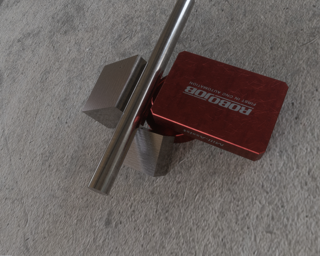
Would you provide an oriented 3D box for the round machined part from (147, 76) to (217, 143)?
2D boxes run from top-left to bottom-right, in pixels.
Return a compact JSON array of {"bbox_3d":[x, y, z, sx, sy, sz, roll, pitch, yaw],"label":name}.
[{"bbox_3d":[0.024,-0.033,0.402,0.098,0.042,0.098,-13,56,21],"label":"round machined part"}]

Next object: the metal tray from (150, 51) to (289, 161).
[{"bbox_3d":[0.067,-0.028,0.356,0.130,0.030,0.090,21,73,14],"label":"metal tray"}]

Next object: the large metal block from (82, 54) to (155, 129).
[{"bbox_3d":[-0.052,-0.047,0.432,0.080,0.050,0.080,-3,58,47],"label":"large metal block"}]

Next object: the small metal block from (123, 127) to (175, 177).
[{"bbox_3d":[-0.014,0.028,0.383,0.050,0.025,0.050,17,96,35],"label":"small metal block"}]

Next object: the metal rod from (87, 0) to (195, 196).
[{"bbox_3d":[-0.015,-0.059,0.395,0.025,0.025,0.300,8,63,31],"label":"metal rod"}]
